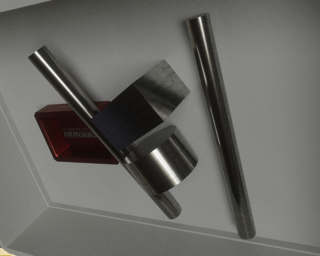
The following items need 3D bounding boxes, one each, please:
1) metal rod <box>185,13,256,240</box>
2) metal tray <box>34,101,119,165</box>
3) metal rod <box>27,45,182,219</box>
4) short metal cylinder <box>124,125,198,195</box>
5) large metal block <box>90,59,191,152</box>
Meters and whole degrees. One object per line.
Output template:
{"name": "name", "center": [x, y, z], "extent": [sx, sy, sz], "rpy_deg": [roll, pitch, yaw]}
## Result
{"name": "metal rod", "center": [0.080, 0.016, 0.375], "extent": [0.025, 0.025, 0.298], "rpy_deg": [-4, 117, 29]}
{"name": "metal tray", "center": [-0.120, 0.008, 0.471], "extent": [0.130, 0.030, 0.089], "rpy_deg": [-1, 118, 28]}
{"name": "metal rod", "center": [-0.061, 0.021, 0.418], "extent": [0.025, 0.025, 0.300], "rpy_deg": [-20, 119, 35]}
{"name": "short metal cylinder", "center": [0.001, 0.040, 0.396], "extent": [0.080, 0.080, 0.050], "rpy_deg": [-26, 104, 37]}
{"name": "large metal block", "center": [-0.021, -0.027, 0.366], "extent": [0.080, 0.080, 0.050], "rpy_deg": [-33, 100, 38]}
